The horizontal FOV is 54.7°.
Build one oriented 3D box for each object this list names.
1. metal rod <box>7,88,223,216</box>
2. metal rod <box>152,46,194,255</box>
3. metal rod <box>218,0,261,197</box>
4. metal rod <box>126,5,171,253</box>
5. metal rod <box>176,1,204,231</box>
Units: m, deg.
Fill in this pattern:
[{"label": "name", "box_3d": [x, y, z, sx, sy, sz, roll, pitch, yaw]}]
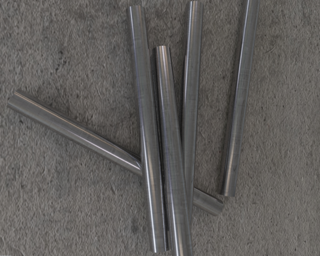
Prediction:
[{"label": "metal rod", "box_3d": [-0.042, 0.040, 0.393, 0.301, 0.025, 0.025, 31, 80, -18]}, {"label": "metal rod", "box_3d": [0.016, 0.042, 0.376, 0.025, 0.025, 0.299, -1, 76, -20]}, {"label": "metal rod", "box_3d": [0.116, -0.052, 0.451, 0.025, 0.025, 0.298, 9, 87, -20]}, {"label": "metal rod", "box_3d": [-0.015, -0.003, 0.383, 0.025, 0.025, 0.298, -4, 84, -20]}, {"label": "metal rod", "box_3d": [0.037, -0.021, 0.406, 0.025, 0.025, 0.298, 7, 82, -20]}]
